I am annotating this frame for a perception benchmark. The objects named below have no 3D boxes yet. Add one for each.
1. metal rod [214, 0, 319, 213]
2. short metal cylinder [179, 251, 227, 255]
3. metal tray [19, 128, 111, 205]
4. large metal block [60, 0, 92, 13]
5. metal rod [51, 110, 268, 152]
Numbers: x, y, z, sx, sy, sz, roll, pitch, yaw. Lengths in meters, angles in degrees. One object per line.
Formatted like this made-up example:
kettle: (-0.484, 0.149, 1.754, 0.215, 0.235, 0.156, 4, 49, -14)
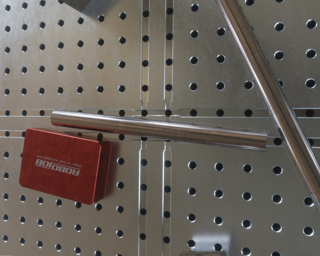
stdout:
metal rod: (0.130, -0.046, 0.366, 0.025, 0.025, 0.299, -26, 82, 18)
short metal cylinder: (0.053, 0.188, 0.364, 0.050, 0.080, 0.080, -9, 87, 19)
metal tray: (-0.142, 0.053, 0.458, 0.130, 0.030, 0.089, 10, 93, 19)
large metal block: (-0.125, -0.230, 0.442, 0.080, 0.050, 0.080, -44, 77, 14)
metal rod: (-0.015, 0.001, 0.416, 0.301, 0.025, 0.025, 6, 92, 19)
